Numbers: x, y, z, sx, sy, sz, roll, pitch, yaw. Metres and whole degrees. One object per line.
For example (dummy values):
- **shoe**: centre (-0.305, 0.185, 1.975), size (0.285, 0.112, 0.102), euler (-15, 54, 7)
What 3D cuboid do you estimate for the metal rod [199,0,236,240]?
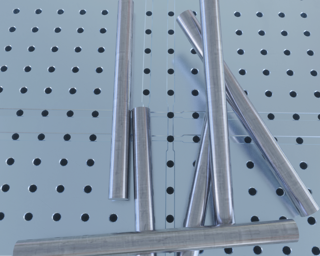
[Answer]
- **metal rod**: centre (0.070, -0.020, 0.380), size (0.025, 0.025, 0.299), euler (-3, 85, -1)

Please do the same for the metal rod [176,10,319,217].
- **metal rod**: centre (0.107, -0.026, 0.400), size (0.025, 0.025, 0.299), euler (-29, 80, -10)

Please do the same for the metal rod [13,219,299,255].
- **metal rod**: centre (-0.002, 0.124, 0.338), size (0.302, 0.025, 0.025), euler (-4, 70, -2)

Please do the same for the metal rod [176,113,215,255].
- **metal rod**: centre (0.053, 0.065, 0.388), size (0.025, 0.025, 0.299), euler (13, 70, 4)

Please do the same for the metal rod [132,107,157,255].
- **metal rod**: centre (-0.018, 0.116, 0.369), size (0.025, 0.025, 0.299), euler (-3, 70, -1)

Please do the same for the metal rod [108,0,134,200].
- **metal rod**: centre (-0.052, -0.053, 0.430), size (0.025, 0.025, 0.299), euler (0, 70, 0)
